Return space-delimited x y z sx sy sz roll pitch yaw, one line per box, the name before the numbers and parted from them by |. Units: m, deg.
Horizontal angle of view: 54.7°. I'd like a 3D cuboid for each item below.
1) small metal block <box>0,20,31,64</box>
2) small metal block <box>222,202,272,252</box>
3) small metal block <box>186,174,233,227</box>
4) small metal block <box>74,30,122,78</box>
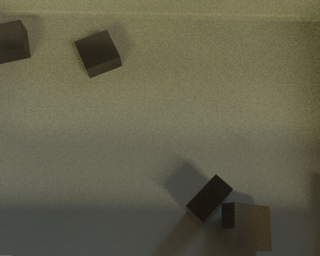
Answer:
small metal block | -0.222 -0.125 0.453 0.050 0.025 0.050 -14 71 -6
small metal block | 0.100 0.115 0.360 0.050 0.025 0.050 12 69 -21
small metal block | 0.057 0.087 0.364 0.050 0.050 0.025 -43 70 -14
small metal block | -0.089 -0.107 0.448 0.050 0.025 0.050 -23 72 -9
